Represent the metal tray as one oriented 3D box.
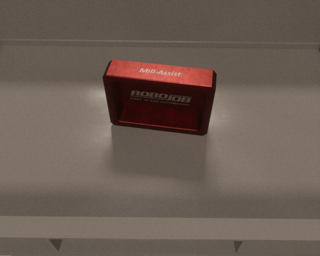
[{"bbox_3d":[0.000,-0.036,0.393,0.131,0.089,0.030,7,51,5],"label":"metal tray"}]
